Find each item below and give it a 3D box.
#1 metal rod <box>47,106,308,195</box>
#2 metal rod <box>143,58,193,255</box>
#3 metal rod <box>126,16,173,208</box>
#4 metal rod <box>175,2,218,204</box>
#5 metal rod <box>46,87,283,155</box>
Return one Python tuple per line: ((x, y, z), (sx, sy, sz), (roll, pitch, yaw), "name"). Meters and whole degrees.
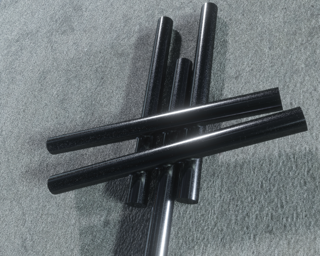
((0.003, 0.032, 0.348), (0.301, 0.025, 0.025), (-17, 55, 18), "metal rod")
((0.011, 0.040, 0.372), (0.025, 0.025, 0.299), (-4, 60, 26), "metal rod")
((-0.009, -0.041, 0.432), (0.025, 0.025, 0.299), (-6, 59, 25), "metal rod")
((0.053, -0.051, 0.406), (0.025, 0.025, 0.299), (-4, 60, 26), "metal rod")
((-0.012, -0.003, 0.376), (0.301, 0.025, 0.025), (-11, 57, 21), "metal rod")
